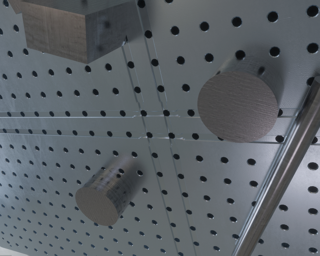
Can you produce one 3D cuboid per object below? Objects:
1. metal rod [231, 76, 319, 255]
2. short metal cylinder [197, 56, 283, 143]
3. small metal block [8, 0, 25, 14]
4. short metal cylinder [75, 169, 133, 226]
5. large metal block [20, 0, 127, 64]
[{"bbox_3d":[0.141,0.076,0.383,0.025,0.025,0.298,21,126,15],"label":"metal rod"},{"bbox_3d":[0.086,-0.031,0.330,0.080,0.050,0.079,13,124,21],"label":"short metal cylinder"},{"bbox_3d":[-0.172,-0.180,0.391,0.050,0.025,0.050,-15,111,34],"label":"small metal block"},{"bbox_3d":[-0.092,0.115,0.514,0.080,0.050,0.079,13,124,21],"label":"short metal cylinder"},{"bbox_3d":[-0.093,-0.118,0.352,0.080,0.080,0.050,18,126,17],"label":"large metal block"}]
